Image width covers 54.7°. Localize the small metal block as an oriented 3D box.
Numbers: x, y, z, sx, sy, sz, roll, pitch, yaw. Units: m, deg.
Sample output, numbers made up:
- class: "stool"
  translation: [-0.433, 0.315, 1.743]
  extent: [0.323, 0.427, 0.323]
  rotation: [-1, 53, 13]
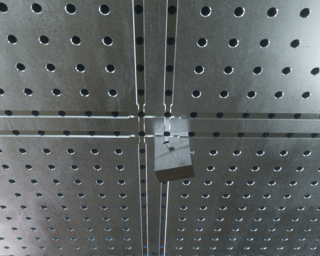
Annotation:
- class: "small metal block"
  translation: [0.020, 0.046, 0.435]
  extent: [0.050, 0.050, 0.025]
  rotation: [-11, 129, 8]
